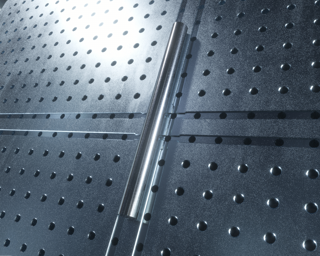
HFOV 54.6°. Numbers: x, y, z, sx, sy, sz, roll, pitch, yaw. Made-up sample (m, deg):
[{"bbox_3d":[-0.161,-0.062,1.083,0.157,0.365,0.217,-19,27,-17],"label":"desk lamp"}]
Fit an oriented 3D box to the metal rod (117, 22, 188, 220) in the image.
[{"bbox_3d":[-0.004,-0.027,0.428,0.025,0.025,0.300,1,62,28],"label":"metal rod"}]
